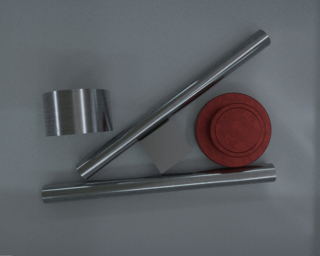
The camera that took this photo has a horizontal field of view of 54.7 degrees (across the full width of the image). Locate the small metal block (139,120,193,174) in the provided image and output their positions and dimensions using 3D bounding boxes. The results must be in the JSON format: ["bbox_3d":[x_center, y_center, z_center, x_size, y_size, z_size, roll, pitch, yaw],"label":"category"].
[{"bbox_3d":[0.008,0.024,0.409,0.050,0.025,0.050,-36,90,0],"label":"small metal block"}]

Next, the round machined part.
[{"bbox_3d":[0.096,0.003,0.401,0.099,0.042,0.097,0,90,-1],"label":"round machined part"}]

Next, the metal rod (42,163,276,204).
[{"bbox_3d":[-0.001,0.073,0.410,0.302,0.025,0.025,-5,90,-1],"label":"metal rod"}]

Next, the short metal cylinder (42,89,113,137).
[{"bbox_3d":[-0.100,-0.018,0.382,0.081,0.080,0.050,-5,90,-1],"label":"short metal cylinder"}]

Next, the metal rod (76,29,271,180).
[{"bbox_3d":[0.018,-0.031,0.410,0.301,0.025,0.025,-36,90,-1],"label":"metal rod"}]
